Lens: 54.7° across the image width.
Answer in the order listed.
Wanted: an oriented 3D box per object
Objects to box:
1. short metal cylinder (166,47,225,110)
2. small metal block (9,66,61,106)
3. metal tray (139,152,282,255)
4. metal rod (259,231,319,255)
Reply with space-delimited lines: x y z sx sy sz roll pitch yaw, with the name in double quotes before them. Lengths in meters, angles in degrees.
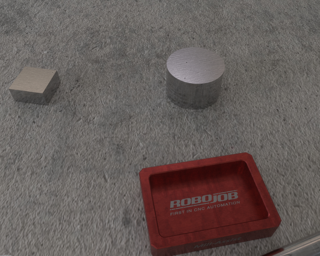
"short metal cylinder" 0.050 -0.072 0.448 0.081 0.050 0.080 0 50 0
"small metal block" -0.182 -0.062 0.454 0.050 0.025 0.050 8 50 6
"metal tray" 0.049 0.079 0.333 0.131 0.030 0.090 -8 51 -7
"metal rod" 0.095 0.134 0.290 0.302 0.025 0.025 -16 52 -13
